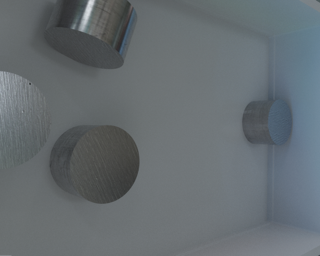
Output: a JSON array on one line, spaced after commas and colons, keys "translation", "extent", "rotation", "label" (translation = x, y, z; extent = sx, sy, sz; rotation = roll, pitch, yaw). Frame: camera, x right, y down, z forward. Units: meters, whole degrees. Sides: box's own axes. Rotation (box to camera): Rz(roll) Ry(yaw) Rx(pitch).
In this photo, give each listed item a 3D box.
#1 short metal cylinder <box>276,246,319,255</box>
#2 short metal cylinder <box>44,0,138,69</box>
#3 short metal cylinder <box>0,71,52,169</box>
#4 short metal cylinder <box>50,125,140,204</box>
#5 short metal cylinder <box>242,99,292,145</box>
[{"translation": [0.274, 0.276, 0.608], "extent": [0.050, 0.080, 0.080], "rotation": [21, 77, -39], "label": "short metal cylinder"}, {"translation": [-0.069, -0.101, 0.314], "extent": [0.080, 0.080, 0.050], "rotation": [25, 75, -38], "label": "short metal cylinder"}, {"translation": [-0.144, -0.006, 0.270], "extent": [0.081, 0.050, 0.079], "rotation": [0, 90, -40], "label": "short metal cylinder"}, {"translation": [-0.069, 0.037, 0.334], "extent": [0.081, 0.050, 0.079], "rotation": [0, 90, -40], "label": "short metal cylinder"}, {"translation": [0.193, -0.010, 0.555], "extent": [0.081, 0.050, 0.079], "rotation": [0, 90, -40], "label": "short metal cylinder"}]
